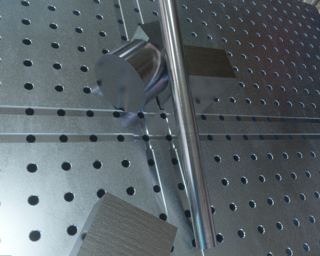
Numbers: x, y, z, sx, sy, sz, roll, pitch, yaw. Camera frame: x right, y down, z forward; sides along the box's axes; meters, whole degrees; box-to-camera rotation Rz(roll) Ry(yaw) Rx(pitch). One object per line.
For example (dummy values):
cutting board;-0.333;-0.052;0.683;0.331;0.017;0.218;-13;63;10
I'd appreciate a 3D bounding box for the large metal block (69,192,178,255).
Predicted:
large metal block;-0.039;0.121;0.298;0.080;0.050;0.080;30;52;-10

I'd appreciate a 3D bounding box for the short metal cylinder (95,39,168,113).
short metal cylinder;-0.036;-0.066;0.395;0.080;0.080;0.050;44;51;2

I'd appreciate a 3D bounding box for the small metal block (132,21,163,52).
small metal block;-0.015;-0.132;0.466;0.050;0.050;0.025;-28;78;-38

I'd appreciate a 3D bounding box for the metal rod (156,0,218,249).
metal rod;0.031;-0.011;0.372;0.025;0.025;0.298;-6;84;-31

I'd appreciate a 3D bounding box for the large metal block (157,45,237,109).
large metal block;0.047;-0.070;0.442;0.081;0.080;0.050;-2;63;-30
